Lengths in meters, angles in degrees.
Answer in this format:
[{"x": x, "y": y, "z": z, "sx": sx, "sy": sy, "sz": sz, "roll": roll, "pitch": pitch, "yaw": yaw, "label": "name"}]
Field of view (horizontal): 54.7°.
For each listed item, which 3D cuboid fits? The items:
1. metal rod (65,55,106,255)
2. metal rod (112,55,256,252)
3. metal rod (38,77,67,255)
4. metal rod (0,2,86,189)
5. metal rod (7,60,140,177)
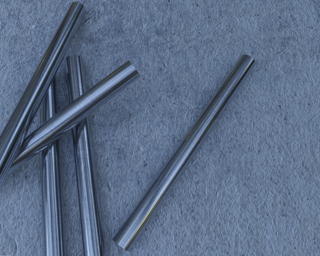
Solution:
[{"x": -0.095, "y": 0.041, "z": 0.392, "sx": 0.025, "sy": 0.025, "sz": 0.299, "roll": -10, "pitch": 70, "yaw": -4, "label": "metal rod"}, {"x": 0.040, "y": 0.020, "z": 0.400, "sx": 0.025, "sy": 0.025, "sz": 0.300, "roll": 33, "pitch": 73, "yaw": 11, "label": "metal rod"}, {"x": -0.135, "y": 0.059, "z": 0.385, "sx": 0.025, "sy": 0.025, "sz": 0.299, "roll": -9, "pitch": 70, "yaw": -3, "label": "metal rod"}, {"x": -0.153, "y": -0.058, "z": 0.396, "sx": 0.025, "sy": 0.025, "sz": 0.300, "roll": 10, "pitch": 58, "yaw": 4, "label": "metal rod"}, {"x": -0.151, "y": 0.018, "z": 0.374, "sx": 0.301, "sy": 0.025, "sz": 0.025, "roll": -37, "pitch": 74, "yaw": -3, "label": "metal rod"}]
